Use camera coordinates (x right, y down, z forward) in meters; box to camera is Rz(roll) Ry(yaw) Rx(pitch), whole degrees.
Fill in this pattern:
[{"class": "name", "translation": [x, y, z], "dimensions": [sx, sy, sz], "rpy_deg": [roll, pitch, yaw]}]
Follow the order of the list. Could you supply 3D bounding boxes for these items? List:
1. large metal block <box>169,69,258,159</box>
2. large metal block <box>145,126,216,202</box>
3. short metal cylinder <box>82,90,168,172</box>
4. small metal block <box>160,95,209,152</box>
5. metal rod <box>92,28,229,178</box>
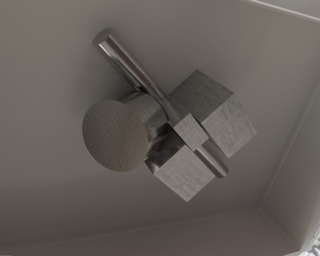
[{"class": "large metal block", "translation": [0.068, -0.019, 0.400], "dimensions": [0.050, 0.080, 0.080], "rpy_deg": [-42, 130, 1]}, {"class": "large metal block", "translation": [0.015, 0.038, 0.406], "dimensions": [0.050, 0.080, 0.080], "rpy_deg": [-43, 130, 1]}, {"class": "short metal cylinder", "translation": [-0.038, 0.002, 0.345], "dimensions": [0.050, 0.080, 0.079], "rpy_deg": [-36, 145, -60]}, {"class": "small metal block", "translation": [0.026, -0.006, 0.373], "dimensions": [0.025, 0.050, 0.050], "rpy_deg": [-42, 130, 0]}, {"class": "metal rod", "translation": [0.021, -0.011, 0.414], "dimensions": [0.025, 0.025, 0.300], "rpy_deg": [-43, 130, 1]}]
